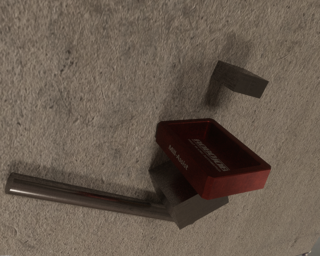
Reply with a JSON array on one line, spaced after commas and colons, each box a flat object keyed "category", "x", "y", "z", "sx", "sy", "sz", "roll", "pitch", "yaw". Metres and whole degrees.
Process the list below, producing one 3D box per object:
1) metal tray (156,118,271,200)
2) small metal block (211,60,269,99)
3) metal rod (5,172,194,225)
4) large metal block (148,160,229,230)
[{"category": "metal tray", "x": 0.062, "y": 0.032, "z": 0.394, "sx": 0.091, "sy": 0.130, "sz": 0.030, "roll": -4, "pitch": 120, "yaw": -27}, {"category": "small metal block", "x": 0.105, "y": -0.065, "z": 0.410, "sx": 0.050, "sy": 0.050, "sz": 0.025, "roll": 9, "pitch": 114, "yaw": -33}, {"category": "metal rod", "x": -0.059, "y": 0.108, "z": 0.442, "sx": 0.302, "sy": 0.025, "sz": 0.025, "roll": 22, "pitch": 106, "yaw": -37}, {"category": "large metal block", "x": 0.040, "y": 0.084, "z": 0.448, "sx": 0.081, "sy": 0.080, "sz": 0.050, "roll": -25, "pitch": 128, "yaw": -13}]
